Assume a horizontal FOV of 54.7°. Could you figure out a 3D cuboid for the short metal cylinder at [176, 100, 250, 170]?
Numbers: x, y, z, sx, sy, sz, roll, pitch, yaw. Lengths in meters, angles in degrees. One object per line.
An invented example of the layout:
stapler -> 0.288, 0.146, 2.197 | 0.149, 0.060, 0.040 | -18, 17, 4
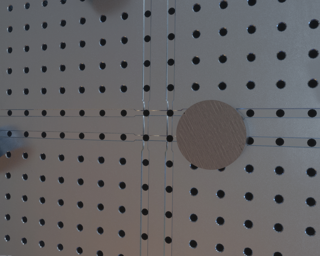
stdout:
short metal cylinder -> 0.066, 0.008, 0.376 | 0.080, 0.050, 0.080 | 0, 90, 20
